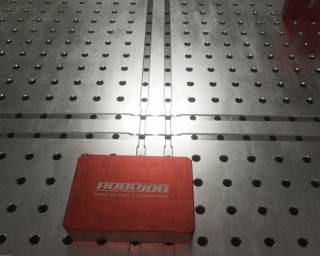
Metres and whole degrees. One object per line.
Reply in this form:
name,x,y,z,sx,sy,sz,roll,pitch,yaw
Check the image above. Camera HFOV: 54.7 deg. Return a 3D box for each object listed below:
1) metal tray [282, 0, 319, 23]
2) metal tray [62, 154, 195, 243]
metal tray,0.287,-0.259,0.561,0.091,0.129,0.030,6,51,4
metal tray,-0.030,0.075,0.341,0.131,0.030,0.090,1,50,0
